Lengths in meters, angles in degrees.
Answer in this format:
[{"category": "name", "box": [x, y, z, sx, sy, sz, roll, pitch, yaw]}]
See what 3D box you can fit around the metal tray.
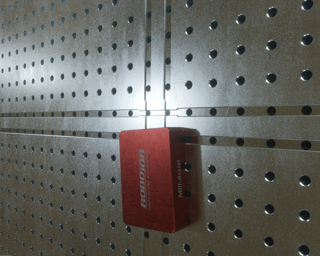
[{"category": "metal tray", "box": [-0.010, 0.066, 0.413, 0.090, 0.030, 0.129, -5, 87, 39]}]
